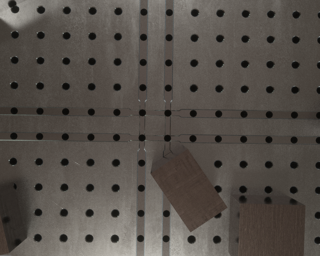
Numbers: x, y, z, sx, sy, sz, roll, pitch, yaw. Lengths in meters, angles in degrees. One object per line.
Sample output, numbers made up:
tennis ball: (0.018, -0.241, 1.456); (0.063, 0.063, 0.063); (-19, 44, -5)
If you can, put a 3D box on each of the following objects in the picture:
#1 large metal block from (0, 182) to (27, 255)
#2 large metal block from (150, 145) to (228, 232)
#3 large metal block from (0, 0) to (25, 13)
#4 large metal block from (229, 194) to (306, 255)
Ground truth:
large metal block: (-0.230, 0.121, 0.398); (0.080, 0.050, 0.080); (-13, 90, -1)
large metal block: (0.032, 0.070, 0.386); (0.050, 0.080, 0.080); (-34, 90, 0)
large metal block: (-0.207, -0.208, 0.398); (0.080, 0.050, 0.080); (-27, 90, 0)
large metal block: (0.136, 0.133, 0.403); (0.081, 0.050, 0.079); (2, 90, -1)
